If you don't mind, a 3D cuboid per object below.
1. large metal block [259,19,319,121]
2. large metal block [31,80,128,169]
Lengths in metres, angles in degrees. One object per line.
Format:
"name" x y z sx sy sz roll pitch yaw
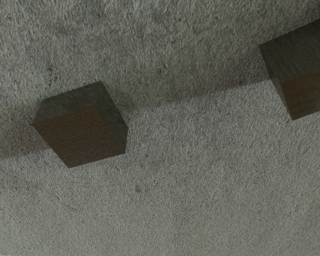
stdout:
"large metal block" 0.158 -0.064 0.318 0.080 0.080 0.050 -22 127 17
"large metal block" -0.095 -0.002 0.388 0.080 0.050 0.080 -16 129 13
